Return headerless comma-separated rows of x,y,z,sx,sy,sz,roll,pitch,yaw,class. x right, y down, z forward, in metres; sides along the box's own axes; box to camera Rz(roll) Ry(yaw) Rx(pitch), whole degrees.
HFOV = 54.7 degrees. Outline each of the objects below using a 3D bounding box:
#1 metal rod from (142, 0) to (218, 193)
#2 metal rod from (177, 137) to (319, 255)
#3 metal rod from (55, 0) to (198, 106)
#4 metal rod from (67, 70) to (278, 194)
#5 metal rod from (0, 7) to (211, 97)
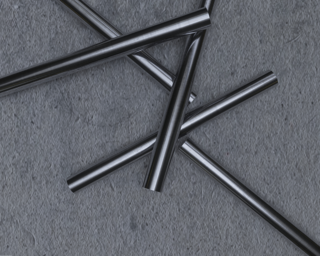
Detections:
0.033,-0.069,0.387,0.025,0.025,0.299,17,81,0,metal rod
0.146,0.116,0.410,0.300,0.025,0.025,39,90,0,metal rod
-0.074,-0.131,0.409,0.300,0.025,0.025,39,90,0,metal rod
0.016,0.005,0.409,0.301,0.025,0.025,-28,90,0,metal rod
-0.086,-0.090,0.389,0.301,0.025,0.025,-16,90,8,metal rod
